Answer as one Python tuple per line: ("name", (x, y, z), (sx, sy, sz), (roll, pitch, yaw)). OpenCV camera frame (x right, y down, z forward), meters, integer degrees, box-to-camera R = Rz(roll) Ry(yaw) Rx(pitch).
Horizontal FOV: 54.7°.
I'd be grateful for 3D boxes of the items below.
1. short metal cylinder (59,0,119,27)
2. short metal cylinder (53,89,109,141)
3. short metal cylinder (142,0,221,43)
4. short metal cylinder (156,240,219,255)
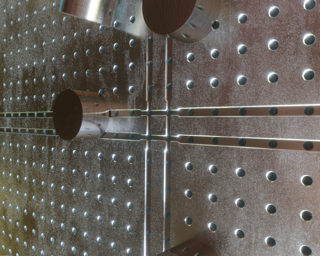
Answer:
("short metal cylinder", (-0.104, -0.186, 0.459), (0.080, 0.081, 0.050), (27, 107, 37))
("short metal cylinder", (-0.128, -0.020, 0.499), (0.080, 0.050, 0.079), (0, 90, 40))
("short metal cylinder", (0.025, -0.147, 0.372), (0.080, 0.050, 0.079), (0, 90, 40))
("short metal cylinder", (0.032, 0.180, 0.367), (0.080, 0.050, 0.079), (0, 90, 40))
